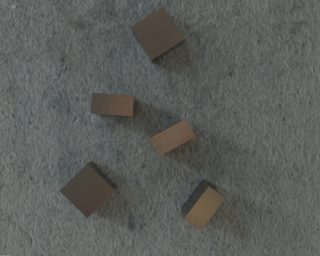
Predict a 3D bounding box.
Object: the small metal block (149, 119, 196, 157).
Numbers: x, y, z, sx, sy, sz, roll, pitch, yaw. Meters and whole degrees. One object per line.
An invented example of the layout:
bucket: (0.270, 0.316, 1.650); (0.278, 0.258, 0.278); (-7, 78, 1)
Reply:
small metal block: (0.015, 0.011, 0.398); (0.050, 0.050, 0.025); (-29, 90, 0)

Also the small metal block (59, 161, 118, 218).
small metal block: (-0.093, 0.081, 0.409); (0.050, 0.025, 0.050); (-45, 91, 0)

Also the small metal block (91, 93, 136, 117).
small metal block: (-0.057, -0.028, 0.397); (0.050, 0.050, 0.025); (4, 90, -1)

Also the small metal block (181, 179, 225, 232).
small metal block: (0.054, 0.097, 0.398); (0.025, 0.050, 0.050); (37, 90, -1)

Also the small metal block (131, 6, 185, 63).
small metal block: (-0.003, -0.122, 0.410); (0.050, 0.025, 0.050); (-33, 90, 0)
